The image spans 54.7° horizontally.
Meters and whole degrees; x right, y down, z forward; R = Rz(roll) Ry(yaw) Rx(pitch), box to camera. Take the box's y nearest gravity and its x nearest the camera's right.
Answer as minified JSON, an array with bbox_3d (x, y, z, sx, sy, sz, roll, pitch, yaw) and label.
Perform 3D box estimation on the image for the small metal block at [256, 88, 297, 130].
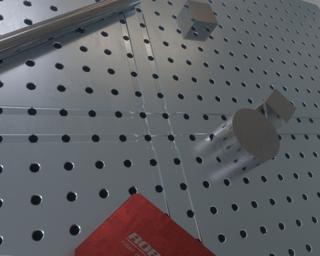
[{"bbox_3d":[0.201,-0.033,0.536,0.050,0.025,0.050,45,51,3],"label":"small metal block"}]

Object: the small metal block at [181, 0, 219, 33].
[{"bbox_3d":[0.073,-0.206,0.573,0.050,0.025,0.050,-3,63,-30],"label":"small metal block"}]

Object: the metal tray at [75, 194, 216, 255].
[{"bbox_3d":[-0.005,0.135,0.296,0.130,0.030,0.091,36,49,17],"label":"metal tray"}]

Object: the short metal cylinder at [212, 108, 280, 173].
[{"bbox_3d":[0.123,0.018,0.447,0.081,0.050,0.080,14,56,-21],"label":"short metal cylinder"}]

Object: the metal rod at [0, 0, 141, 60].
[{"bbox_3d":[-0.131,-0.143,0.424,0.025,0.025,0.302,46,51,4],"label":"metal rod"}]
